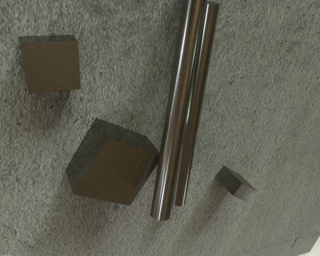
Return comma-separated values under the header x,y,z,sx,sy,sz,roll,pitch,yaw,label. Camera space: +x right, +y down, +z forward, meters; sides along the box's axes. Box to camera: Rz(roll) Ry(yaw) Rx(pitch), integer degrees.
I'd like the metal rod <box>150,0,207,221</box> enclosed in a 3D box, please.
x,y,z,sx,sy,sz,roll,pitch,yaw,label
0.022,-0.033,0.357,0.025,0.025,0.298,1,105,-29,metal rod

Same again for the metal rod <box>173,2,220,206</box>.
x,y,z,sx,sy,sz,roll,pitch,yaw,label
0.042,-0.013,0.423,0.025,0.025,0.298,-9,122,-24,metal rod

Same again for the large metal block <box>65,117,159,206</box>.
x,y,z,sx,sy,sz,roll,pitch,yaw,label
-0.058,0.044,0.387,0.080,0.050,0.080,23,106,-37,large metal block

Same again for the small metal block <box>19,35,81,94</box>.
x,y,z,sx,sy,sz,roll,pitch,yaw,label
-0.108,-0.064,0.309,0.050,0.025,0.050,-10,123,-24,small metal block

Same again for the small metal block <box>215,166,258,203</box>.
x,y,z,sx,sy,sz,roll,pitch,yaw,label
0.129,0.095,0.523,0.050,0.050,0.025,30,102,-38,small metal block
